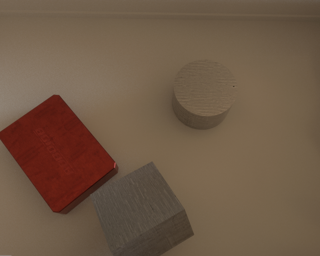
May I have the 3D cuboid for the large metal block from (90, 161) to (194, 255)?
[{"bbox_3d":[-0.021,0.096,0.342,0.080,0.050,0.080,-27,40,-10],"label":"large metal block"}]

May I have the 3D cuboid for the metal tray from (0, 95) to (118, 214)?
[{"bbox_3d":[-0.128,0.031,0.394,0.090,0.030,0.130,-39,75,-13],"label":"metal tray"}]

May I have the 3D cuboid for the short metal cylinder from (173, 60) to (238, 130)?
[{"bbox_3d":[0.057,-0.043,0.413,0.081,0.050,0.080,0,70,0],"label":"short metal cylinder"}]
